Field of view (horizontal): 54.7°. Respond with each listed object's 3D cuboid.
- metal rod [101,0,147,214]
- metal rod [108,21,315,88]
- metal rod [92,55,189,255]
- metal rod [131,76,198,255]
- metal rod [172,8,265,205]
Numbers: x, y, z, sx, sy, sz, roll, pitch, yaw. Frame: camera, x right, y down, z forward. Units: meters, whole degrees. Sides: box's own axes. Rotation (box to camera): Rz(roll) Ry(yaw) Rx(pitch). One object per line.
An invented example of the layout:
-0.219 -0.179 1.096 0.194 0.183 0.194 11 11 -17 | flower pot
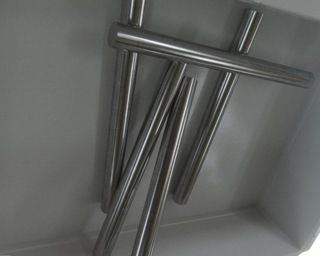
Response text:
-0.047 -0.016 0.373 0.025 0.025 0.298 -4 120 -27 | metal rod
0.084 -0.080 0.373 0.302 0.025 0.025 4 116 -31 | metal rod
-0.026 0.038 0.396 0.025 0.025 0.298 14 104 -34 | metal rod
-0.003 0.081 0.381 0.025 0.025 0.299 18 84 -36 | metal rod
0.075 -0.015 0.442 0.025 0.025 0.298 4 116 -31 | metal rod
